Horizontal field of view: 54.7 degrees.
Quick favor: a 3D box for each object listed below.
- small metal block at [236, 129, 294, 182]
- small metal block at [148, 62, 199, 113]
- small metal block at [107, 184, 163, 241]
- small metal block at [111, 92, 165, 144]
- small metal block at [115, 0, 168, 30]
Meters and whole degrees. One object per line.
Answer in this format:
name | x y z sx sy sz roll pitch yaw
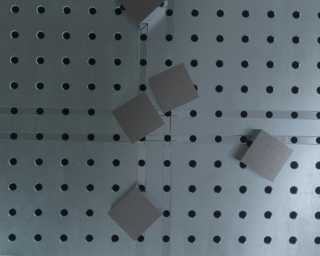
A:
small metal block | 0.140 0.036 0.415 0.050 0.025 0.050 34 90 -1
small metal block | 0.018 -0.052 0.414 0.050 0.025 0.050 -25 90 -1
small metal block | -0.032 0.111 0.413 0.050 0.025 0.050 -44 91 0
small metal block | -0.028 -0.013 0.413 0.050 0.025 0.050 -32 90 -1
small metal block | -0.025 -0.170 0.413 0.050 0.025 0.050 -43 91 0
